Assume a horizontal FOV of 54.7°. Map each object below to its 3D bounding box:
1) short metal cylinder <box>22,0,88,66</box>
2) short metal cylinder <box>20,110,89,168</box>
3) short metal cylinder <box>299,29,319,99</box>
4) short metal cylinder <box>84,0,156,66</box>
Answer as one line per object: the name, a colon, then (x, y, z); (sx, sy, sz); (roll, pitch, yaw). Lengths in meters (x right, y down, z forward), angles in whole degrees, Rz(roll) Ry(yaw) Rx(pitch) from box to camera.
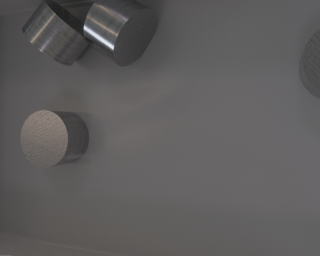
short metal cylinder: (-0.140, -0.132, 0.431); (0.050, 0.080, 0.080); (-46, 76, 14)
short metal cylinder: (-0.152, 0.015, 0.451); (0.080, 0.050, 0.080); (0, 90, 20)
short metal cylinder: (0.193, -0.069, 0.329); (0.080, 0.050, 0.080); (0, 90, 20)
short metal cylinder: (-0.050, -0.127, 0.399); (0.050, 0.080, 0.080); (37, 102, 16)
